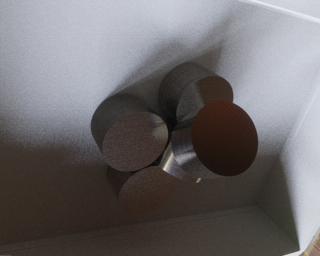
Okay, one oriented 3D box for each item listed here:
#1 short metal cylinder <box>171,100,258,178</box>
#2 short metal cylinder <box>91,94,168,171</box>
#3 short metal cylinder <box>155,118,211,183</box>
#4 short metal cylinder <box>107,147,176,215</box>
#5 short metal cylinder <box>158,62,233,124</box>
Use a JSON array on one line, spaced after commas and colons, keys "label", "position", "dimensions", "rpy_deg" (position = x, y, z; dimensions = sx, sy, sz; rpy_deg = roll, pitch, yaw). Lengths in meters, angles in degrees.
[{"label": "short metal cylinder", "position": [0.059, 0.015, 0.343], "dimensions": [0.081, 0.050, 0.080], "rpy_deg": [5, 77, -21]}, {"label": "short metal cylinder", "position": [-0.037, 0.005, 0.374], "dimensions": [0.081, 0.050, 0.079], "rpy_deg": [-14, 125, -21]}, {"label": "short metal cylinder", "position": [0.034, 0.027, 0.409], "dimensions": [0.081, 0.080, 0.050], "rpy_deg": [14, 111, -34]}, {"label": "short metal cylinder", "position": [-0.026, 0.070, 0.421], "dimensions": [0.081, 0.050, 0.079], "rpy_deg": [-14, 125, -21]}, {"label": "short metal cylinder", "position": [0.045, -0.037, 0.394], "dimensions": [0.081, 0.050, 0.079], "rpy_deg": [-14, 125, -21]}]
